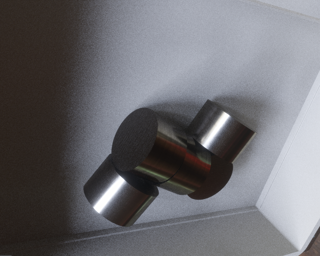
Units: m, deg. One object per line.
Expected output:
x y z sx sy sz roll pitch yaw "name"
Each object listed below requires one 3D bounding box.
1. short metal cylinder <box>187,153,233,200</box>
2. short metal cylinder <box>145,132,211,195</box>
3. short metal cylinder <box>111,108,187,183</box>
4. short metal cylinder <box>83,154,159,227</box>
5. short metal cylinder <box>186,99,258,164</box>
0.061 0.060 0.462 0.081 0.050 0.079 -14 125 -21 "short metal cylinder"
0.020 0.043 0.411 0.050 0.080 0.080 30 101 -38 "short metal cylinder"
-0.014 0.022 0.378 0.050 0.080 0.080 29 102 -38 "short metal cylinder"
-0.048 0.077 0.394 0.080 0.080 0.050 33 100 -39 "short metal cylinder"
0.084 0.004 0.421 0.080 0.080 0.050 26 104 -37 "short metal cylinder"
